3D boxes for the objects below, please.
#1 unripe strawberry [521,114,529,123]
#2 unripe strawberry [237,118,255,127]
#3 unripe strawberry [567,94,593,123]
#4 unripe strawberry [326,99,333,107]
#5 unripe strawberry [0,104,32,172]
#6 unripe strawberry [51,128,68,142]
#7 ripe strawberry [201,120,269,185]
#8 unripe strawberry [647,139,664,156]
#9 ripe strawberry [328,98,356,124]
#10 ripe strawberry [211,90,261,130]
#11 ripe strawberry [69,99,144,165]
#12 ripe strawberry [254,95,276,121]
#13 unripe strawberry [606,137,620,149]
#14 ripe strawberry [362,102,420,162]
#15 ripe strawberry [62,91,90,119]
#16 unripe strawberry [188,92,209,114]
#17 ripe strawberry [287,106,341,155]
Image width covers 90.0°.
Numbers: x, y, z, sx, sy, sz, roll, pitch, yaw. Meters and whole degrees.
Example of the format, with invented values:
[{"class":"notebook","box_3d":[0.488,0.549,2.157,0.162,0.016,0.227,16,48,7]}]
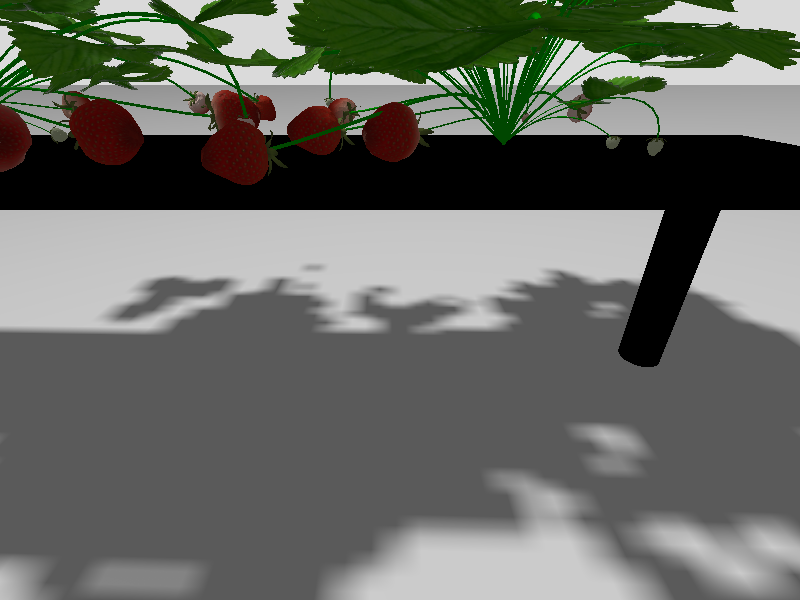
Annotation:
[{"class":"unripe strawberry","box_3d":[0.143,-0.207,0.456,0.009,0.010,0.011,11,31,18]},{"class":"unripe strawberry","box_3d":[-0.119,-0.132,0.309,0.015,0.015,0.014,2,30,3]},{"class":"unripe strawberry","box_3d":[0.210,-0.222,0.464,0.026,0.030,0.028,21,35,32]},{"class":"unripe strawberry","box_3d":[-0.081,-0.226,0.459,0.010,0.010,0.009,26,38,37]},{"class":"unripe strawberry","box_3d":[-0.231,-0.090,0.222,0.039,0.039,0.043,23,37,34]},{"class":"unripe strawberry","box_3d":[-0.285,-0.138,0.335,0.011,0.011,0.010,4,29,-10]},{"class":"ripe strawberry","box_3d":[-0.086,-0.075,0.206,0.033,0.032,0.030,-22,36,-32]},{"class":"unripe strawberry","box_3d":[0.179,-0.107,0.282,0.010,0.011,0.011,15,33,25]},{"class":"ripe strawberry","box_3d":[-0.064,-0.204,0.434,0.031,0.027,0.031,22,37,35]},{"class":"ripe strawberry","box_3d":[-0.138,-0.156,0.338,0.037,0.039,0.034,-2,30,-5]},{"class":"ripe strawberry","box_3d":[-0.182,-0.105,0.253,0.040,0.039,0.037,12,32,20]},{"class":"ripe strawberry","box_3d":[-0.163,-0.230,0.484,0.027,0.029,0.030,28,-1,40]},{"class":"unripe strawberry","box_3d":[0.171,-0.126,0.322,0.010,0.010,0.009,3,30,5]},{"class":"ripe strawberry","box_3d":[-0.007,-0.109,0.263,0.037,0.037,0.035,-20,35,-30]},{"class":"ripe strawberry","box_3d":[-0.366,-0.220,0.457,0.029,0.033,0.032,0,29,-1]},{"class":"unripe strawberry","box_3d":[-0.271,-0.266,0.544,0.025,0.028,0.027,10,-8,17]},{"class":"ripe strawberry","box_3d":[-0.059,-0.117,0.276,0.036,0.031,0.036,-11,31,-17]}]
